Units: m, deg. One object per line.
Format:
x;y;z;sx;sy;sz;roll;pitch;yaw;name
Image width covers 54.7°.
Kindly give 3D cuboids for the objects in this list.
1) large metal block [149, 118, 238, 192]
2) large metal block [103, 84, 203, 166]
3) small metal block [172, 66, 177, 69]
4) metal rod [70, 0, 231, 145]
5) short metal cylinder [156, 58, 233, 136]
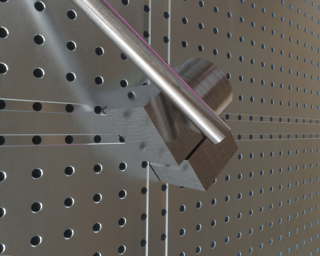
0.041;0.031;0.408;0.080;0.080;0.050;-45;118;-31;large metal block
-0.009;-0.005;0.369;0.050;0.080;0.080;-45;118;-31;large metal block
0.017;-0.049;0.426;0.050;0.025;0.050;-49;120;-29;small metal block
-0.041;-0.096;0.308;0.300;0.025;0.025;45;61;-7;metal rod
0.040;-0.037;0.375;0.050;0.080;0.080;-44;117;-31;short metal cylinder
